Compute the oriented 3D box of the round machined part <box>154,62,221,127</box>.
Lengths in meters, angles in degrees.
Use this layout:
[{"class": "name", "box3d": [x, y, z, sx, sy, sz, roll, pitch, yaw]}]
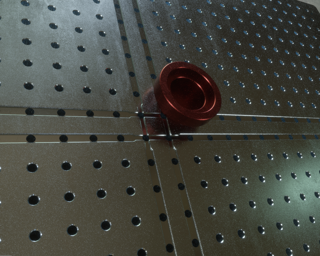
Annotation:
[{"class": "round machined part", "box3d": [0.035, -0.044, 0.445, 0.099, 0.042, 0.098, 14, 56, -21]}]
